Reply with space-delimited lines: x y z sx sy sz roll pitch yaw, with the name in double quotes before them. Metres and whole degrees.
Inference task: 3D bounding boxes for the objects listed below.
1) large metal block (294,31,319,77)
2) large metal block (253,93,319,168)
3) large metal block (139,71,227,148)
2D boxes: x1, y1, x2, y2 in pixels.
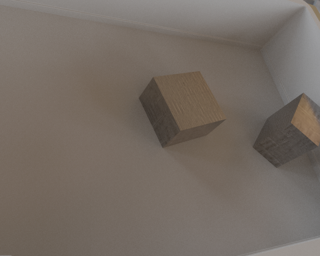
"large metal block" 0.355 -0.158 0.665 0.081 0.080 0.050 11 57 -23
"large metal block" 0.201 0.004 0.479 0.050 0.080 0.080 41 51 -1
"large metal block" 0.030 -0.027 0.424 0.081 0.050 0.080 -14 69 -34
